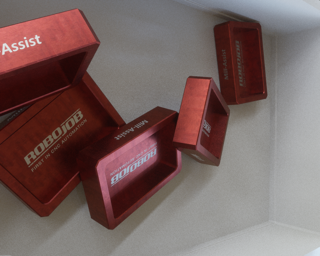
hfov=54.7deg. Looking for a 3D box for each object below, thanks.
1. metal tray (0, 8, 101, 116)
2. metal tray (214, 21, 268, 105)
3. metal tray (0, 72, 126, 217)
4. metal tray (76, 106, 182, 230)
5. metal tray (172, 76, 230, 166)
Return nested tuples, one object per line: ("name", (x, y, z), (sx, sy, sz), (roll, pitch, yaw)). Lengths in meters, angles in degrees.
("metal tray", (-0.119, -0.039, 0.237), (0.131, 0.090, 0.030), (-29, 89, -30))
("metal tray", (0.137, -0.108, 0.517), (0.091, 0.030, 0.129), (-13, 98, -39))
("metal tray", (-0.104, 0.011, 0.315), (0.130, 0.030, 0.090), (-49, 119, -29))
("metal tray", (-0.026, 0.041, 0.354), (0.131, 0.030, 0.089), (-33, 129, -41))
("metal tray", (0.061, -0.004, 0.418), (0.130, 0.030, 0.090), (36, 66, -63))
